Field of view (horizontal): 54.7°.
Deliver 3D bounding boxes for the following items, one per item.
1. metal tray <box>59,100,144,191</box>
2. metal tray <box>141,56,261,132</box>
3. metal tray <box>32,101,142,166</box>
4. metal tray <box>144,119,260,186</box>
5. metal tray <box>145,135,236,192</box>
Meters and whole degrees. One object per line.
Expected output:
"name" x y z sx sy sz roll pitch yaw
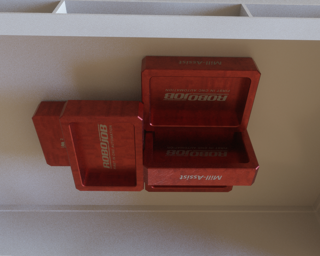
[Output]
"metal tray" -0.065 0.027 0.385 0.091 0.030 0.129 1 130 -1
"metal tray" 0.044 -0.038 0.372 0.131 0.030 0.089 0 130 -1
"metal tray" -0.089 0.010 0.409 0.131 0.030 0.089 0 130 -1
"metal tray" 0.047 0.028 0.387 0.131 0.090 0.030 1 130 -1
"metal tray" 0.044 0.054 0.450 0.131 0.030 0.089 0 130 -1
